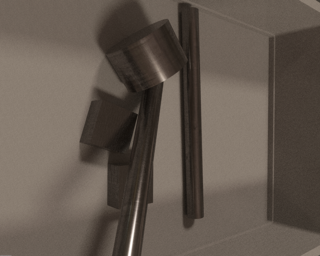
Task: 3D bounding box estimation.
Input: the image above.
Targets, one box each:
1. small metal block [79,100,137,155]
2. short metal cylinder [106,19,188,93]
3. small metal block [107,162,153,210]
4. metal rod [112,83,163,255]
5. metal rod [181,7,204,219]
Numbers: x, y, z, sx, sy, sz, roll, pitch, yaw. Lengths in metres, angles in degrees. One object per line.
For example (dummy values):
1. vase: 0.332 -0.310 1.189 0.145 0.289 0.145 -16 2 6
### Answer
1. small metal block: -0.059 0.000 0.359 0.050 0.025 0.050 22 76 -38
2. short metal cylinder: -0.015 -0.084 0.360 0.080 0.080 0.050 -45 117 -31
3. small metal block: -0.036 0.068 0.379 0.050 0.025 0.050 0 90 -40
4. metal rod: -0.022 0.058 0.313 0.025 0.025 0.300 38 43 -34
5. metal rod: 0.047 -0.020 0.448 0.025 0.025 0.298 -3 92 -40
